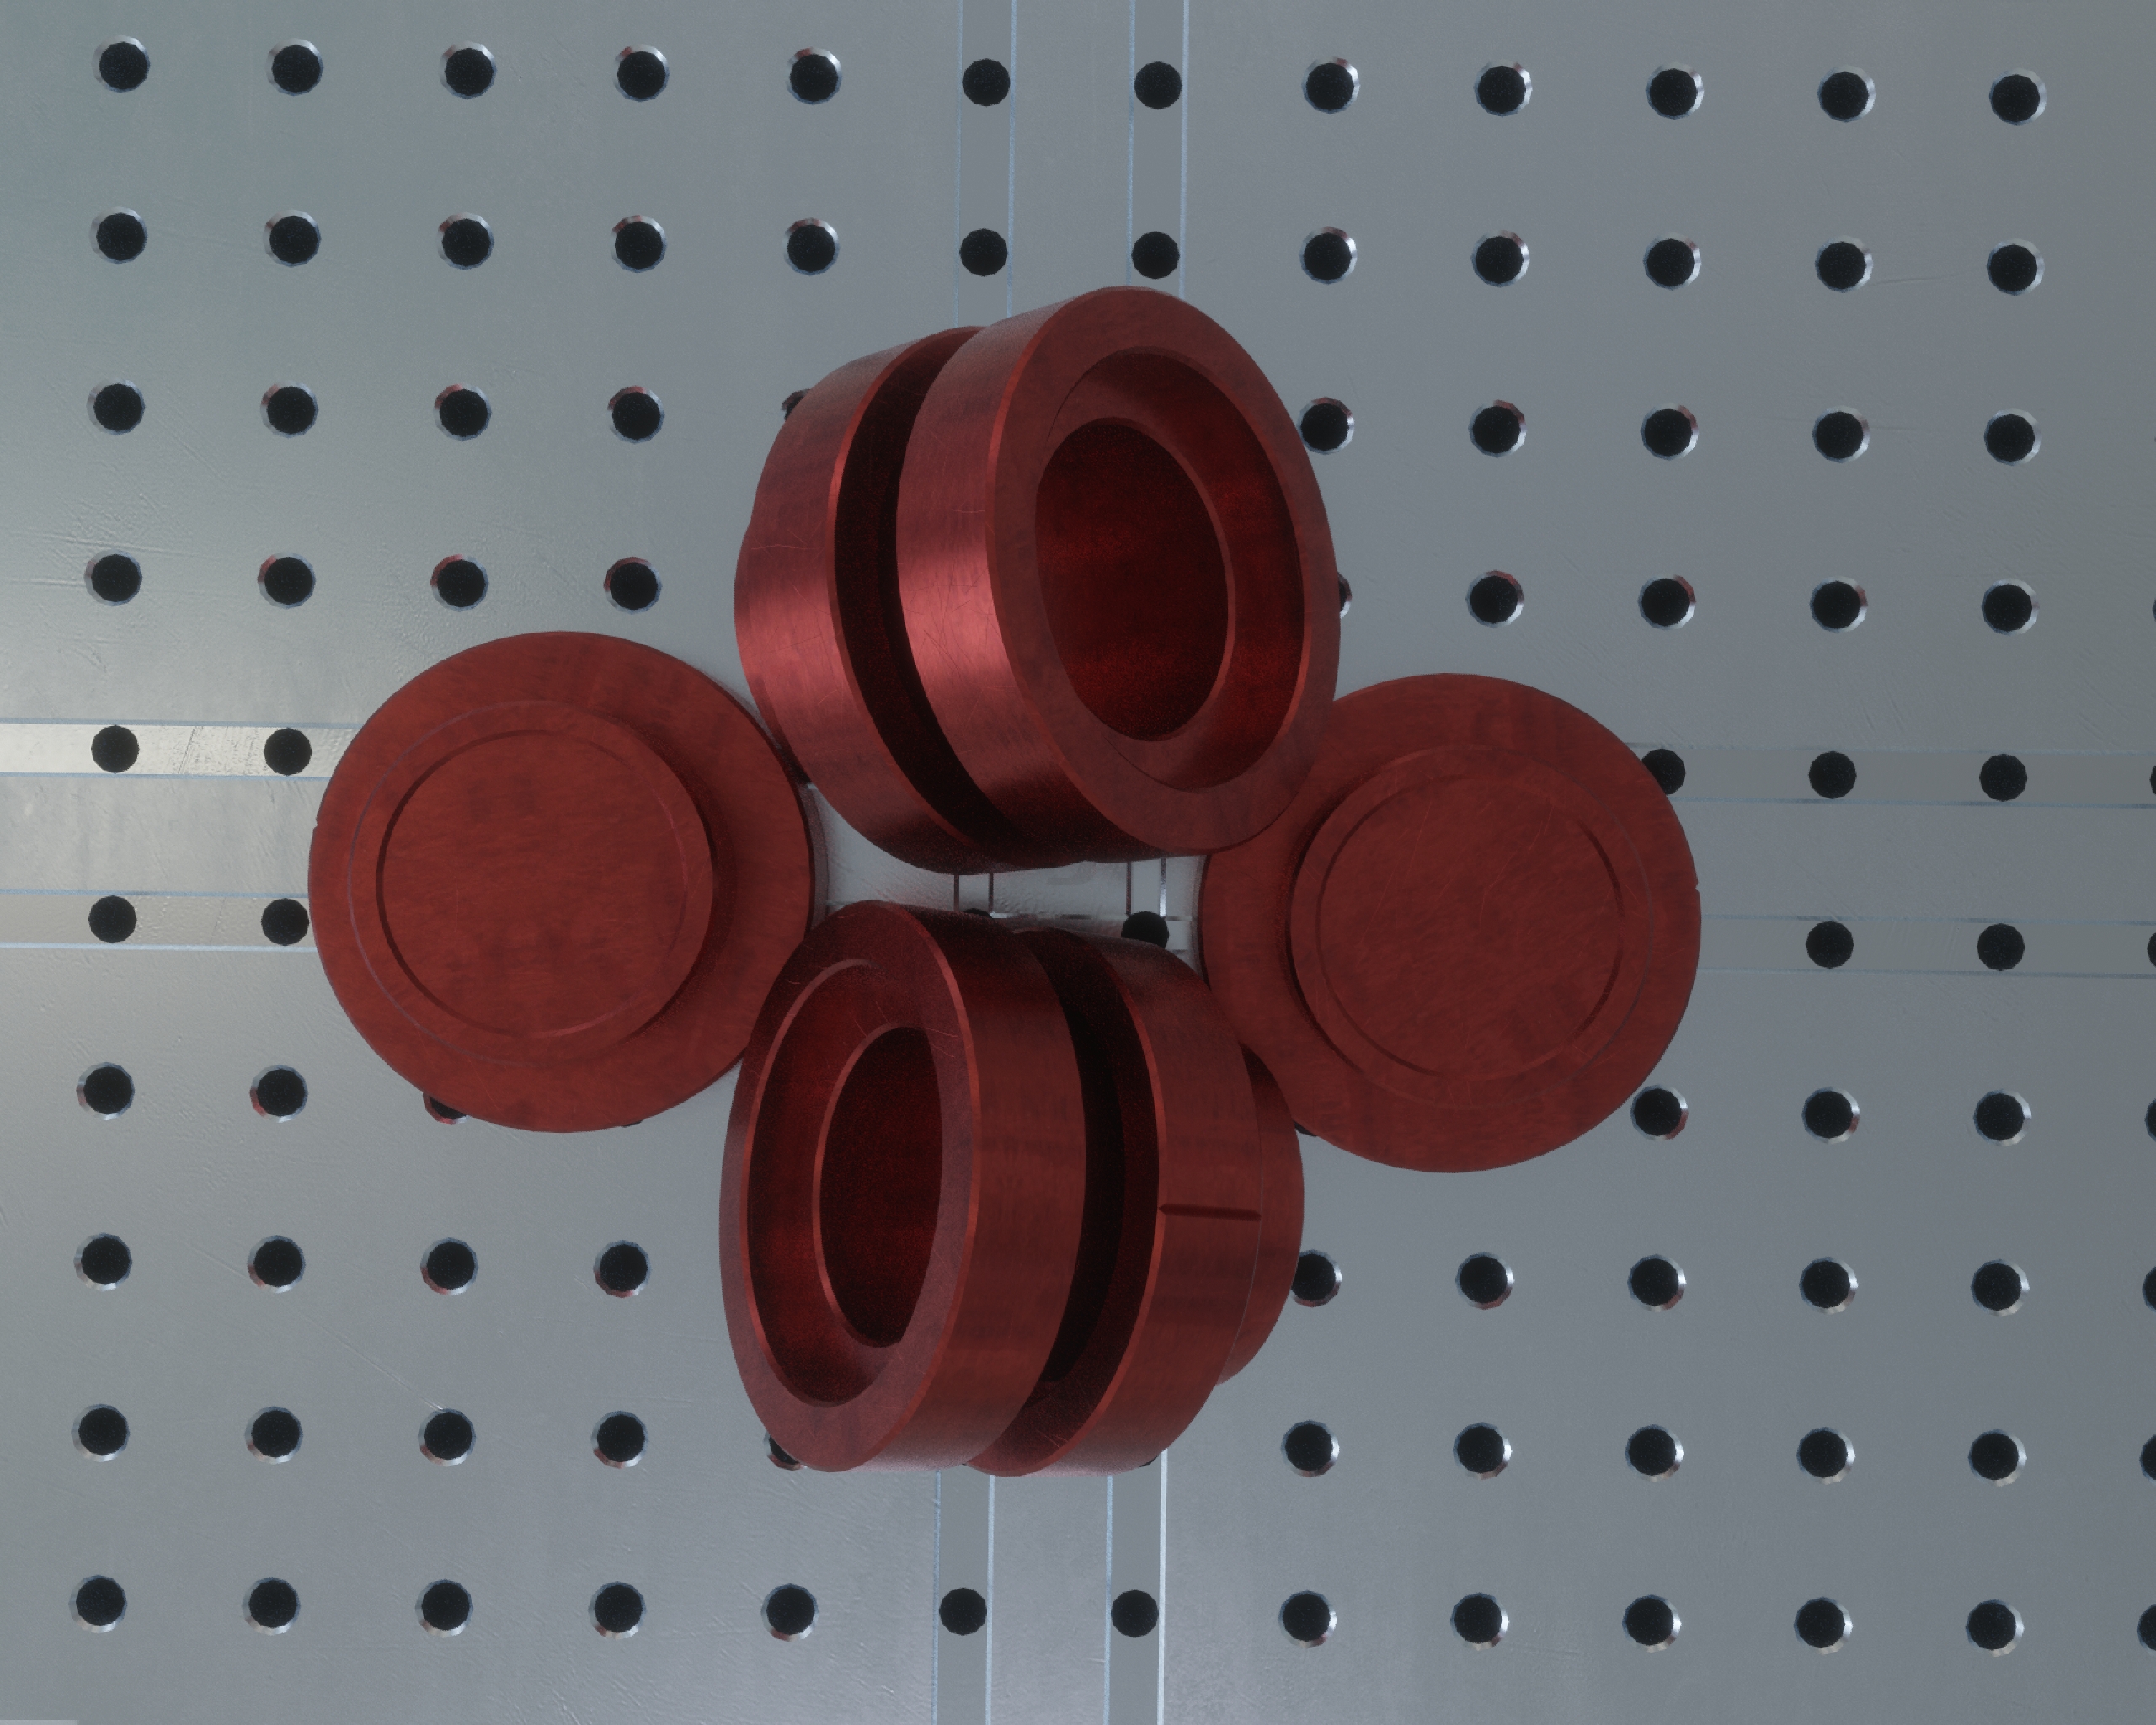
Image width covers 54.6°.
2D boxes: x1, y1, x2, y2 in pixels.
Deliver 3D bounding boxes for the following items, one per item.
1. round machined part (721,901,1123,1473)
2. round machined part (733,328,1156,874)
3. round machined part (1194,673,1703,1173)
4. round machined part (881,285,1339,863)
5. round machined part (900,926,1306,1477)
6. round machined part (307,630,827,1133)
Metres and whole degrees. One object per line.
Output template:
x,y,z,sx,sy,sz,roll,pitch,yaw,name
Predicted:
-0.024,0.058,0.372,0.042,0.098,0.098,10,90,-32,round machined part
-0.025,-0.046,0.388,0.042,0.099,0.097,-6,90,40,round machined part
0.073,0.012,0.405,0.099,0.042,0.097,0,90,0,round machined part
0.002,-0.048,0.370,0.042,0.099,0.097,-6,90,40,round machined part
0.005,0.063,0.386,0.042,0.098,0.098,10,90,-32,round machined part
-0.100,0.004,0.404,0.099,0.042,0.097,0,90,0,round machined part
